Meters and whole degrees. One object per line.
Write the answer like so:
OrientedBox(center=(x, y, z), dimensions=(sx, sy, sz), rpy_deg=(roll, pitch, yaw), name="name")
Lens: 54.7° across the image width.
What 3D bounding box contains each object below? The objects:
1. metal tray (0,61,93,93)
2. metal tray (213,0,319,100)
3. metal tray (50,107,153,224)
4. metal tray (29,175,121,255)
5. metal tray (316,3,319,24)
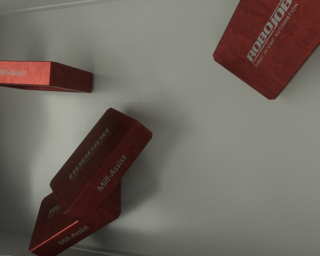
OrientedBox(center=(-0.174, -0.071, 0.435), dimensions=(0.130, 0.090, 0.030), rpy_deg=(5, 92, 19), name="metal tray")
OrientedBox(center=(0.122, -0.104, 0.327), dimensions=(0.090, 0.030, 0.129), rpy_deg=(40, 139, 15), name="metal tray")
OrientedBox(center=(-0.076, 0.040, 0.386), dimensions=(0.130, 0.030, 0.090), rpy_deg=(-53, 32, -8), name="metal tray")
OrientedBox(center=(-0.111, 0.106, 0.415), dimensions=(0.130, 0.090, 0.030), rpy_deg=(-34, 122, 16), name="metal tray")
OrientedBox(center=(0.198, -0.113, 0.275), dimensions=(0.030, 0.130, 0.090), rpy_deg=(-2, 72, -6), name="metal tray")
